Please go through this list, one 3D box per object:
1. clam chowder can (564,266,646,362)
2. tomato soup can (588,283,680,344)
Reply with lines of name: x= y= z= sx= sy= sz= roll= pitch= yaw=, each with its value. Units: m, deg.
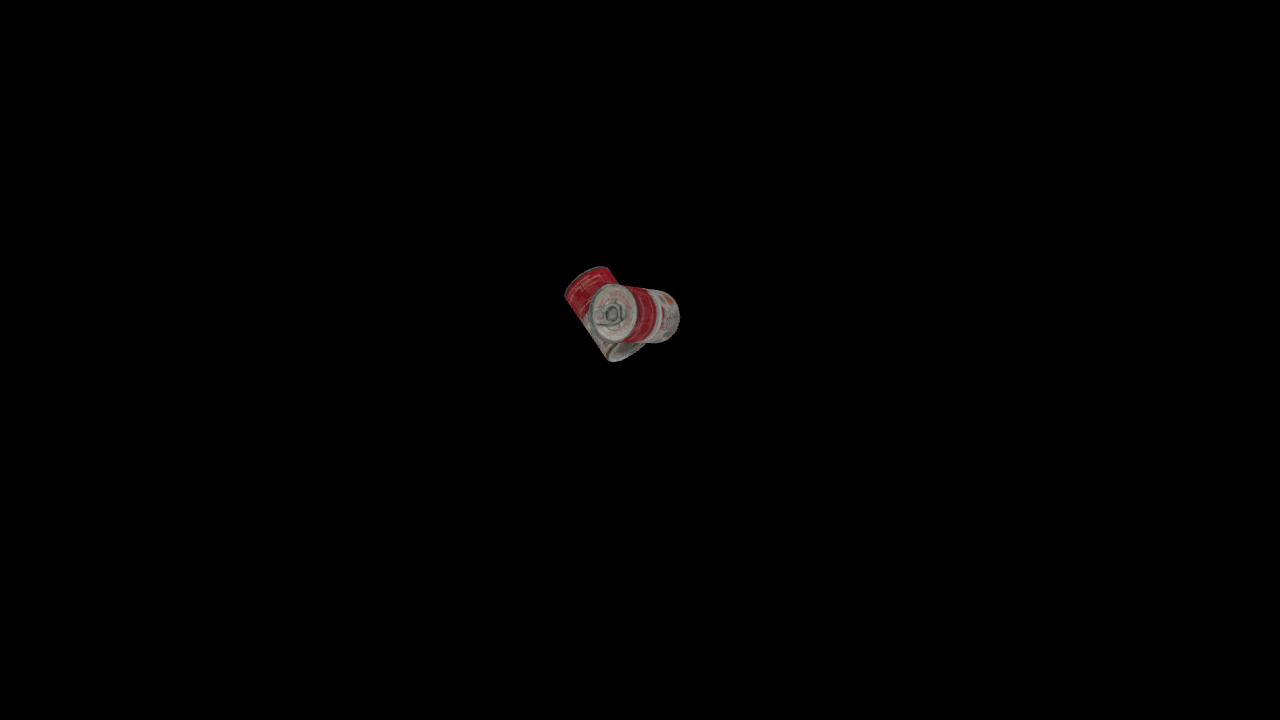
clam chowder can: x=-0.039 y=-0.056 z=0.762 sx=0.068 sy=0.102 sz=0.068 roll=-31 pitch=-19 yaw=-12
tomato soup can: x=-0.004 y=-0.053 z=0.726 sx=0.068 sy=0.068 sz=0.101 roll=0 pitch=1 yaw=33
